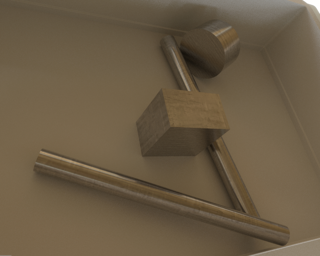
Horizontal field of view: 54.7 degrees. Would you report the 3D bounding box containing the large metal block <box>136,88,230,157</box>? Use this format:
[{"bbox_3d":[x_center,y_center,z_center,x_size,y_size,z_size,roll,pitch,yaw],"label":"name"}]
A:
[{"bbox_3d":[0.025,-0.003,0.388,0.081,0.080,0.050,2,61,-28],"label":"large metal block"}]

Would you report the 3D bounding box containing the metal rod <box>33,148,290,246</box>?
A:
[{"bbox_3d":[0.013,0.083,0.350,0.302,0.025,0.025,20,54,-12],"label":"metal rod"}]

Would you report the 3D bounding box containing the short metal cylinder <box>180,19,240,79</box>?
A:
[{"bbox_3d":[0.079,-0.125,0.491,0.080,0.080,0.050,47,51,4],"label":"short metal cylinder"}]

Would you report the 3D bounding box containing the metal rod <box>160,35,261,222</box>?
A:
[{"bbox_3d":[0.065,-0.011,0.448,0.025,0.025,0.299,-9,66,-32],"label":"metal rod"}]
